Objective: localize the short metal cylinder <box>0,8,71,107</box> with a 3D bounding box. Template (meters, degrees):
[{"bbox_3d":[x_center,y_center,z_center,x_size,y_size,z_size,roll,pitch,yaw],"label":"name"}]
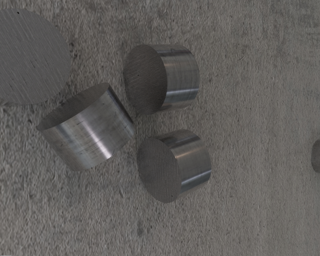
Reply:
[{"bbox_3d":[-0.129,-0.060,0.280,0.081,0.050,0.080,0,90,-40],"label":"short metal cylinder"}]

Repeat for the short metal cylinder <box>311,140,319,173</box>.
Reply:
[{"bbox_3d":[0.395,0.067,0.719,0.081,0.050,0.080,0,90,-40],"label":"short metal cylinder"}]

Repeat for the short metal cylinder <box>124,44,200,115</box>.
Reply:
[{"bbox_3d":[0.001,-0.059,0.369,0.050,0.080,0.079,-13,99,-39],"label":"short metal cylinder"}]

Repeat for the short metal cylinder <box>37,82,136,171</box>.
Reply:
[{"bbox_3d":[-0.072,-0.003,0.309,0.080,0.080,0.050,-45,117,-30],"label":"short metal cylinder"}]

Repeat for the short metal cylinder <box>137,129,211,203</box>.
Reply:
[{"bbox_3d":[0.016,0.045,0.382,0.050,0.080,0.079,-15,100,-39],"label":"short metal cylinder"}]
